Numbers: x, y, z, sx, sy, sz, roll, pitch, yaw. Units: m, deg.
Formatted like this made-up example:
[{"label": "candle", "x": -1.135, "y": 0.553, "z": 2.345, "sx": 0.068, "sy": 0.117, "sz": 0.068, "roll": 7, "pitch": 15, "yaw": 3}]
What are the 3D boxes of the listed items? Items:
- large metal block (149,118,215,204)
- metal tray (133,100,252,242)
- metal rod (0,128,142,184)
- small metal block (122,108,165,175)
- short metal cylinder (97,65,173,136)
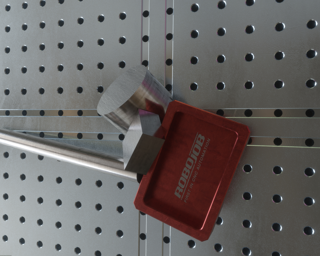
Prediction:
[{"label": "large metal block", "x": 0.015, "y": 0.035, "z": 0.392, "sx": 0.080, "sy": 0.050, "sz": 0.080, "roll": -37, "pitch": 79, "yaw": 16}, {"label": "metal tray", "x": 0.035, "y": 0.044, "z": 0.341, "sx": 0.090, "sy": 0.030, "sz": 0.129, "roll": 22, "pitch": 97, "yaw": 18}, {"label": "metal rod", "x": -0.147, "y": 0.030, "z": 0.432, "sx": 0.300, "sy": 0.025, "sz": 0.025, "roll": 10, "pitch": 93, "yaw": 30}, {"label": "small metal block", "x": -0.020, "y": 0.015, "z": 0.342, "sx": 0.025, "sy": 0.050, "sz": 0.050, "roll": 17, "pitch": 119, "yaw": -20}, {"label": "short metal cylinder", "x": -0.032, "y": -0.032, "z": 0.387, "sx": 0.080, "sy": 0.080, "sz": 0.050, "roll": -36, "pitch": 121, "yaw": 16}]
